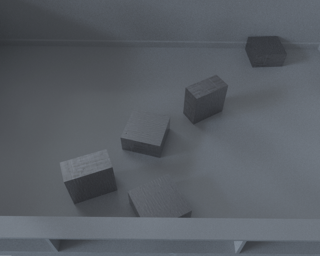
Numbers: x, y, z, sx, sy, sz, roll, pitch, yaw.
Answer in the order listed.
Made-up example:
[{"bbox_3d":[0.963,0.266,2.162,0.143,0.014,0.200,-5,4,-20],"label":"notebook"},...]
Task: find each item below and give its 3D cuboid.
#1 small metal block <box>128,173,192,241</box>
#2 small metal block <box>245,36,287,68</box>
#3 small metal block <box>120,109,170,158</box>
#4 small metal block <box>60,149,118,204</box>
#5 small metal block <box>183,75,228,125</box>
[{"bbox_3d":[-0.001,0.084,0.334,0.050,0.025,0.050,-21,54,-18],"label":"small metal block"},{"bbox_3d":[0.175,-0.127,0.514,0.050,0.025,0.050,-2,50,-3],"label":"small metal block"},{"bbox_3d":[-0.017,0.006,0.400,0.050,0.025,0.050,12,51,9],"label":"small metal block"},{"bbox_3d":[-0.077,0.054,0.342,0.050,0.050,0.025,-16,52,-14],"label":"small metal block"},{"bbox_3d":[0.061,-0.038,0.422,0.050,0.050,0.025,-24,55,-19],"label":"small metal block"}]
